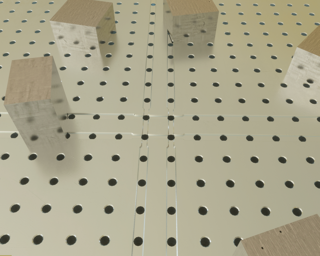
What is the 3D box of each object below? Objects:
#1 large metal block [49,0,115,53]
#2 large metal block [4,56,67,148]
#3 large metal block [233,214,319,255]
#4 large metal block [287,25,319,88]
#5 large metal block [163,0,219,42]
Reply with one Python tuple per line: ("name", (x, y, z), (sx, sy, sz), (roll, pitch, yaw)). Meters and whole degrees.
("large metal block", (-0.132, -0.182, 0.544), (0.080, 0.050, 0.080), (11, 51, 9))
("large metal block", (-0.155, -0.034, 0.400), (0.050, 0.080, 0.080), (-8, 51, -7))
("large metal block", (0.122, 0.135, 0.279), (0.081, 0.050, 0.080), (-14, 52, -12))
("large metal block", (0.261, -0.108, 0.483), (0.080, 0.050, 0.080), (34, 58, 25))
("large metal block", (0.053, -0.207, 0.566), (0.080, 0.050, 0.080), (-9, 51, -7))
